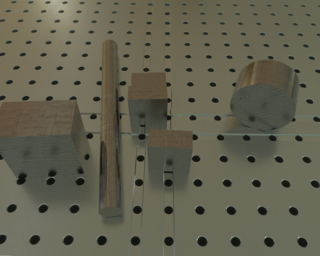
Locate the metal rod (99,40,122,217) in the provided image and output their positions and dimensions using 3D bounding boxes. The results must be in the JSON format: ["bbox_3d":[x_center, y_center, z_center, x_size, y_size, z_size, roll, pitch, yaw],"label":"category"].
[{"bbox_3d":[-0.069,-0.024,0.427,0.025,0.025,0.300,-4,50,-4],"label":"metal rod"}]

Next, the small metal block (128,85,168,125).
[{"bbox_3d":[-0.016,-0.030,0.416,0.050,0.050,0.025,-1,50,-2],"label":"small metal block"}]

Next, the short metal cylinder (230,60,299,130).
[{"bbox_3d":[0.139,-0.042,0.409,0.080,0.080,0.050,16,52,13],"label":"short metal cylinder"}]

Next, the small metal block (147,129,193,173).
[{"bbox_3d":[0.012,0.028,0.368,0.050,0.050,0.025,3,50,2],"label":"small metal block"}]

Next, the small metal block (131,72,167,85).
[{"bbox_3d":[-0.016,-0.055,0.454,0.050,0.025,0.050,-2,50,-2],"label":"small metal block"}]

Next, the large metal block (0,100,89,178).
[{"bbox_3d":[-0.132,0.014,0.358,0.081,0.080,0.050,-2,50,-3],"label":"large metal block"}]
